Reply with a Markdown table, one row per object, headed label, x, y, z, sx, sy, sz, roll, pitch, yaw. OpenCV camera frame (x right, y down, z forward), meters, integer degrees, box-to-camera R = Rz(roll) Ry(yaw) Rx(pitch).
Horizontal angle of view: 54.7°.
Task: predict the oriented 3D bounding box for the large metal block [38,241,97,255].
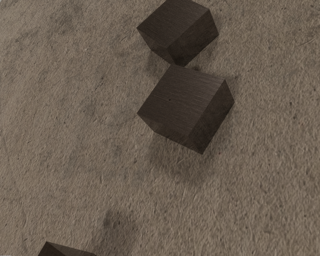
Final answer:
| label | x | y | z | sx | sy | sz | roll | pitch | yaw |
| --- | --- | --- | --- | --- | --- | --- | --- | --- | --- |
| large metal block | -0.094 | 0.170 | 0.312 | 0.050 | 0.080 | 0.080 | 17 | 70 | 34 |

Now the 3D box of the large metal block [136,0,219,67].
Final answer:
| label | x | y | z | sx | sy | sz | roll | pitch | yaw |
| --- | --- | --- | --- | --- | --- | --- | --- | --- | --- |
| large metal block | 0.026 | -0.144 | 0.462 | 0.080 | 0.050 | 0.080 | -43 | 51 | -2 |

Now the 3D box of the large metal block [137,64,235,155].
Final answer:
| label | x | y | z | sx | sy | sz | roll | pitch | yaw |
| --- | --- | --- | --- | --- | --- | --- | --- | --- | --- |
| large metal block | 0.033 | -0.025 | 0.385 | 0.080 | 0.050 | 0.080 | 25 | 75 | 36 |
